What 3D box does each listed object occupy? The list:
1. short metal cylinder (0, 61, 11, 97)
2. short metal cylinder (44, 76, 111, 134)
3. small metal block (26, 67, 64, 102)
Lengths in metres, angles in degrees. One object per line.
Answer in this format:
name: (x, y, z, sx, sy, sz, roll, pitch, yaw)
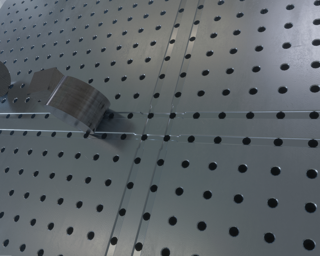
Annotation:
short metal cylinder: (-0.349, -0.097, 0.616, 0.050, 0.080, 0.080, -3, 61, 27)
short metal cylinder: (-0.121, -0.033, 0.456, 0.080, 0.080, 0.050, 16, 70, 34)
small metal block: (-0.210, -0.079, 0.567, 0.050, 0.025, 0.050, -7, 58, 24)
